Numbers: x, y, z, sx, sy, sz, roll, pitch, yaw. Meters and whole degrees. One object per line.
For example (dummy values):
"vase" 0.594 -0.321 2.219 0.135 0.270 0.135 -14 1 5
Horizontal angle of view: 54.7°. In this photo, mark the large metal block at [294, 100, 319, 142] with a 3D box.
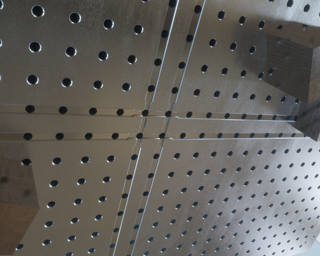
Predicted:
"large metal block" 0.292 -0.031 0.539 0.081 0.050 0.079 -15 125 -20

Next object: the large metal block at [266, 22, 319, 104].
"large metal block" 0.195 -0.092 0.428 0.050 0.080 0.080 -25 128 -14

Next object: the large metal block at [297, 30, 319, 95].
"large metal block" 0.256 -0.093 0.461 0.050 0.080 0.080 -27 128 -12

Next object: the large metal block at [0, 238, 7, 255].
"large metal block" -0.243 0.175 0.371 0.080 0.050 0.080 28 103 -38

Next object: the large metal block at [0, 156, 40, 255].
"large metal block" -0.177 0.086 0.333 0.050 0.080 0.080 24 106 -37
